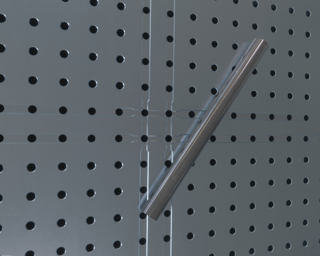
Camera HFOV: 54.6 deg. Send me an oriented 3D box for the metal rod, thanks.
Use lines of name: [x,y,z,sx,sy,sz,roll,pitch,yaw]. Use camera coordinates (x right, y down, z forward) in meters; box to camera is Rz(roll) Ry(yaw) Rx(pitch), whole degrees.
metal rod: [0.069,-0.006,0.437,0.025,0.025,0.300,38,78,-16]
